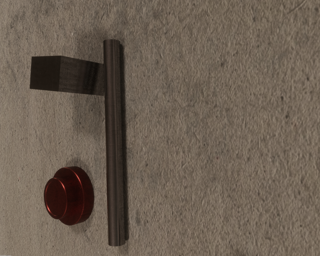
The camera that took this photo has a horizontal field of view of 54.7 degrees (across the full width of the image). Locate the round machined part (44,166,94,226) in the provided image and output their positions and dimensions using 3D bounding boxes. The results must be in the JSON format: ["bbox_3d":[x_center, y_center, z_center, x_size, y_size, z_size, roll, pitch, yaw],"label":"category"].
[{"bbox_3d":[-0.159,0.115,0.522,0.098,0.042,0.097,0,90,39],"label":"round machined part"}]

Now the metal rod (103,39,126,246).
[{"bbox_3d":[-0.068,0.020,0.458,0.025,0.025,0.298,-3,88,39],"label":"metal rod"}]

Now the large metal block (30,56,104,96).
[{"bbox_3d":[-0.144,-0.081,0.485,0.080,0.081,0.050,9,96,39],"label":"large metal block"}]
